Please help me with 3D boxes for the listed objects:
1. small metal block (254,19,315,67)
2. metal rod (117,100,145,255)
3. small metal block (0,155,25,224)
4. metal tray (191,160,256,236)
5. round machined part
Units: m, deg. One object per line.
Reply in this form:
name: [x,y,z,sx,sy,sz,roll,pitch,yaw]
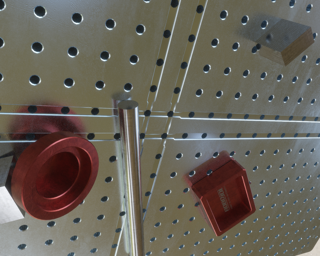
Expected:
small metal block: [0.165,-0.115,0.414,0.050,0.050,0.025,-40,129,-1]
metal rod: [-0.038,0.099,0.450,0.025,0.025,0.298,-14,124,-21]
small metal block: [-0.169,0.067,0.342,0.025,0.050,0.050,-14,125,-5]
metal tray: [0.117,0.127,0.549,0.090,0.030,0.130,-31,129,-8]
round machined part: [-0.120,0.049,0.349,0.099,0.042,0.097,-32,133,-42]
